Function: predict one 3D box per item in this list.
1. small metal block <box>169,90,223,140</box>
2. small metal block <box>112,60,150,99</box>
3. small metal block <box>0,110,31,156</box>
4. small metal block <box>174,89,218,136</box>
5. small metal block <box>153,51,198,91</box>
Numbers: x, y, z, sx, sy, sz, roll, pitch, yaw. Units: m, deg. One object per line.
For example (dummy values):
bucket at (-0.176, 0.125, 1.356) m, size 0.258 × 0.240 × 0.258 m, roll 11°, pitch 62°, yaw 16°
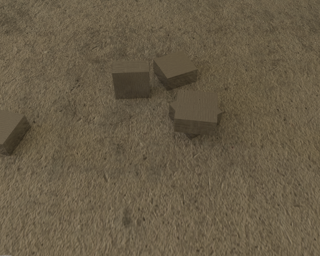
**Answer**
small metal block at (0.047, -0.019, 0.419) m, size 0.050 × 0.025 × 0.050 m, roll -27°, pitch 55°, yaw -21°
small metal block at (-0.040, -0.069, 0.444) m, size 0.050 × 0.050 × 0.025 m, roll -3°, pitch 50°, yaw -2°
small metal block at (-0.206, 0.004, 0.398) m, size 0.050 × 0.025 × 0.050 m, roll 12°, pitch 51°, yaw 9°
small metal block at (0.045, -0.020, 0.388) m, size 0.050 × 0.025 × 0.050 m, roll 6°, pitch 51°, yaw 5°
small metal block at (0.023, -0.089, 0.478) m, size 0.050 × 0.025 × 0.050 m, roll -20°, pitch 53°, yaw -16°
